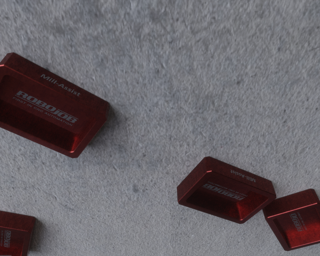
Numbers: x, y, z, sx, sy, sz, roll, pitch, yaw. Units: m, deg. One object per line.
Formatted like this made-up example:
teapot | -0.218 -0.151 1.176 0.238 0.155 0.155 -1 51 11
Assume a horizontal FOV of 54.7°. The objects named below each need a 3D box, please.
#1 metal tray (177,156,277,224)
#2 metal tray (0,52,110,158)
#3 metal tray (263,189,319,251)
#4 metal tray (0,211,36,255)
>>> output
metal tray | 0.104 0.103 0.492 0.131 0.030 0.089 22 127 -19
metal tray | -0.141 -0.022 0.382 0.131 0.030 0.090 28 125 -23
metal tray | 0.246 0.167 0.549 0.090 0.030 0.130 -24 127 18
metal tray | -0.287 0.204 0.573 0.091 0.030 0.129 15 129 -13
